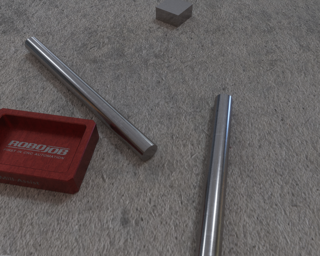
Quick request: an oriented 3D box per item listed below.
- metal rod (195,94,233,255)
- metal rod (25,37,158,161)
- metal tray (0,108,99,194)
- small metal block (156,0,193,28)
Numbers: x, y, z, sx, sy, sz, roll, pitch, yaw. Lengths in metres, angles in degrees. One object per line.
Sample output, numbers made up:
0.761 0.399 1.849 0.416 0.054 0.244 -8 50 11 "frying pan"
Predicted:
0.060 0.073 0.342 0.025 0.025 0.300 9 50 7 "metal rod"
-0.113 -0.055 0.448 0.025 0.025 0.300 -35 58 -26 "metal rod"
-0.151 0.025 0.376 0.131 0.030 0.090 8 50 6 "metal tray"
0.027 -0.222 0.590 0.050 0.025 0.050 29 55 21 "small metal block"
